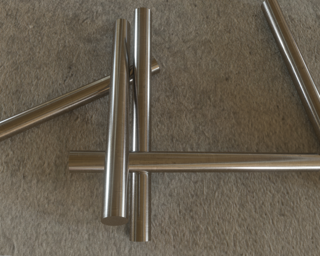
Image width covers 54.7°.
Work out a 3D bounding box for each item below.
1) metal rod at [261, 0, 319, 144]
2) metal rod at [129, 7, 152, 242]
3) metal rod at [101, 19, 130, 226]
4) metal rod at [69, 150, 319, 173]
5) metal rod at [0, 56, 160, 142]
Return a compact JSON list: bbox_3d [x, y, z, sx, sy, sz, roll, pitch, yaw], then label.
[{"bbox_3d":[0.203,-0.056,0.431,0.025,0.025,0.299,-12,71,-5],"label":"metal rod"},{"bbox_3d":[-0.023,-0.015,0.395,0.025,0.025,0.299,0,77,0],"label":"metal rod"},{"bbox_3d":[-0.049,-0.034,0.373,0.025,0.025,0.300,-3,53,-1],"label":"metal rod"},{"bbox_3d":[0.050,0.040,0.368,0.302,0.025,0.025,1,70,-10],"label":"metal rod"},{"bbox_3d":[-0.141,-0.027,0.416,0.302,0.025,0.025,-25,72,-9],"label":"metal rod"}]
